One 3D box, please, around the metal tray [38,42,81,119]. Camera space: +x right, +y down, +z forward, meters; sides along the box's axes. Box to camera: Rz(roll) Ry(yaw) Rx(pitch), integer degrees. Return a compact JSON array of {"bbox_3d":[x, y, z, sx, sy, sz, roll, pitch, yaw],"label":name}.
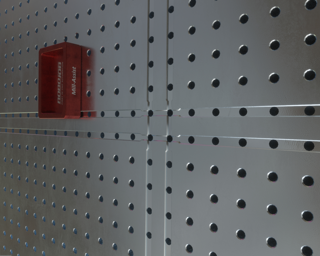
[{"bbox_3d":[-0.181,-0.081,0.557,0.090,0.030,0.129,1,91,40],"label":"metal tray"}]
